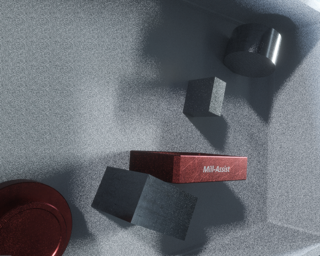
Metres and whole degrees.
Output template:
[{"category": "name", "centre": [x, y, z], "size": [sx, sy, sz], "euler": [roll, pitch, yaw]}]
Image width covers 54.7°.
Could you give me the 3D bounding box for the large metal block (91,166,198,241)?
[{"category": "large metal block", "centre": [-0.018, 0.086, 0.358], "size": [0.080, 0.080, 0.050], "euler": [32, 70, -36]}]

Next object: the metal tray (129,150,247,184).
[{"category": "metal tray", "centre": [0.038, 0.048, 0.398], "size": [0.131, 0.090, 0.030], "euler": [6, 87, -40]}]

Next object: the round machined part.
[{"category": "round machined part", "centre": [-0.128, 0.099, 0.290], "size": [0.099, 0.042, 0.097], "euler": [0, 90, -40]}]

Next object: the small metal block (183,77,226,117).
[{"category": "small metal block", "centre": [0.064, -0.043, 0.446], "size": [0.025, 0.050, 0.050], "euler": [19, 78, -39]}]

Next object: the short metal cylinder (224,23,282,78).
[{"category": "short metal cylinder", "centre": [0.149, -0.123, 0.499], "size": [0.080, 0.080, 0.050], "euler": [28, 72, -37]}]
